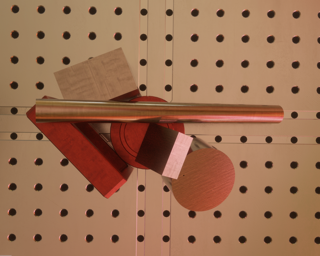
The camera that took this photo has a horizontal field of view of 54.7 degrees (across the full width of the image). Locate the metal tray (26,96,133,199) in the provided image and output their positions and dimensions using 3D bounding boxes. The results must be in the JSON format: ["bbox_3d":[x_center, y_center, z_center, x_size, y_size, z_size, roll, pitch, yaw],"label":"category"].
[{"bbox_3d":[-0.092,0.021,0.379,0.030,0.090,0.130,-44,91,0],"label":"metal tray"}]

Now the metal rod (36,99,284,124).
[{"bbox_3d":[0.016,-0.018,0.366,0.303,0.025,0.025,0,90,-20],"label":"metal rod"}]

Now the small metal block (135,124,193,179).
[{"bbox_3d":[0.004,0.025,0.357,0.025,0.050,0.050,23,87,-43],"label":"small metal block"}]

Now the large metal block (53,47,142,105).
[{"bbox_3d":[-0.072,-0.053,0.383,0.080,0.080,0.050,-21,90,0],"label":"large metal block"}]

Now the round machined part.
[{"bbox_3d":[-0.017,0.006,0.407,0.099,0.042,0.097,0,90,-1],"label":"round machined part"}]

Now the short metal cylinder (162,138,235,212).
[{"bbox_3d":[0.046,0.057,0.389,0.081,0.050,0.079,-4,103,-15],"label":"short metal cylinder"}]
